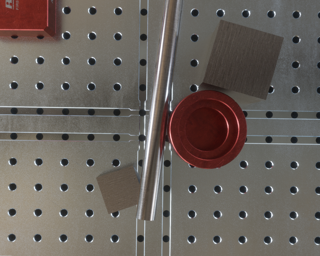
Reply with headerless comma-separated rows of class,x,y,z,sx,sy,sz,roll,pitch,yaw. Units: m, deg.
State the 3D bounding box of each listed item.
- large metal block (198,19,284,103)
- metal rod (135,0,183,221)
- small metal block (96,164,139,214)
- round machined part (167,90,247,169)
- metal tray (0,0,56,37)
large metal block,0.102,-0.083,0.402,0.080,0.050,0.080,16,90,-1
metal rod,0.001,-0.035,0.400,0.025,0.025,0.298,7,85,-1
small metal block,-0.051,0.080,0.413,0.050,0.025,0.050,-19,90,-1
round machined part,0.058,0.002,0.401,0.099,0.042,0.097,0,90,-8
metal tray,-0.188,-0.189,0.408,0.091,0.030,0.129,0,90,-1
